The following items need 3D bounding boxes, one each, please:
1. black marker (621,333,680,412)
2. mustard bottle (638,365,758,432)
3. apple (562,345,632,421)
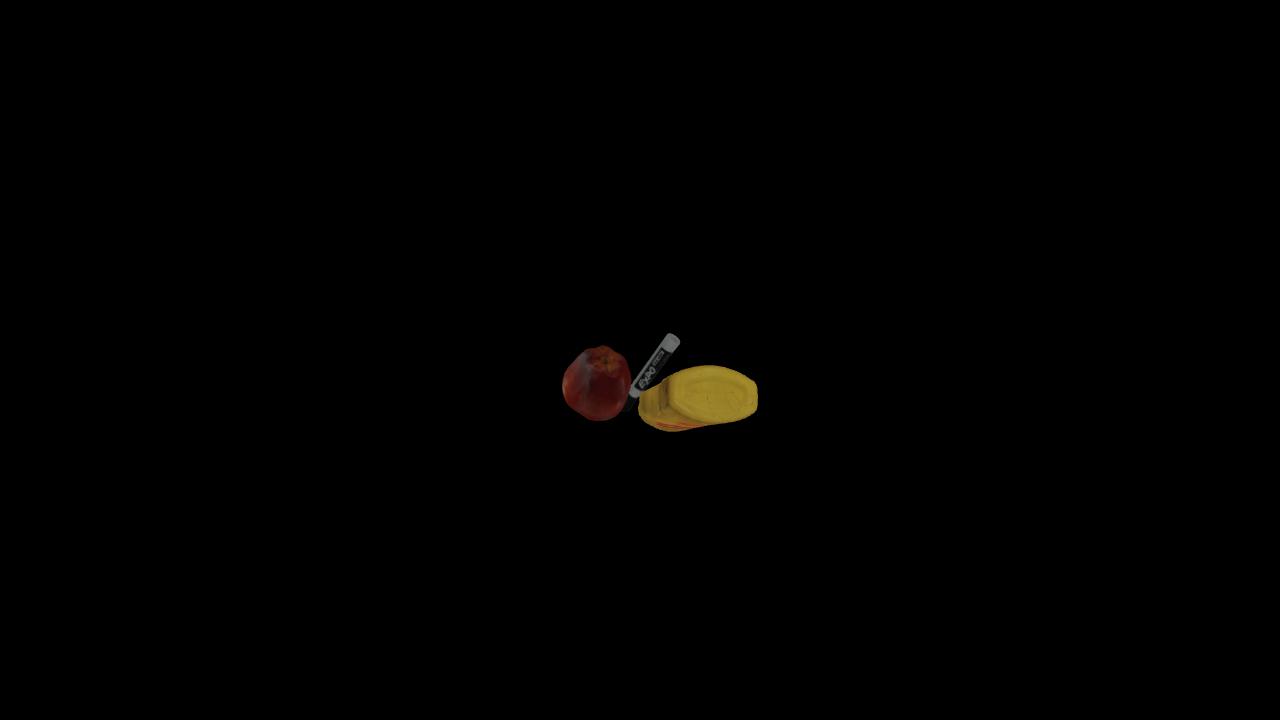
[{"bbox_3d":[0.008,0.018,0.745,0.020,0.121,0.020,28,27,-16],"label":"black marker"},{"bbox_3d":[0.046,0.047,0.643,0.092,0.054,0.184,-1,-10,-15],"label":"mustard bottle"},{"bbox_3d":[-0.048,0.028,0.697,0.079,0.079,0.093,0,-37,-24],"label":"apple"}]
